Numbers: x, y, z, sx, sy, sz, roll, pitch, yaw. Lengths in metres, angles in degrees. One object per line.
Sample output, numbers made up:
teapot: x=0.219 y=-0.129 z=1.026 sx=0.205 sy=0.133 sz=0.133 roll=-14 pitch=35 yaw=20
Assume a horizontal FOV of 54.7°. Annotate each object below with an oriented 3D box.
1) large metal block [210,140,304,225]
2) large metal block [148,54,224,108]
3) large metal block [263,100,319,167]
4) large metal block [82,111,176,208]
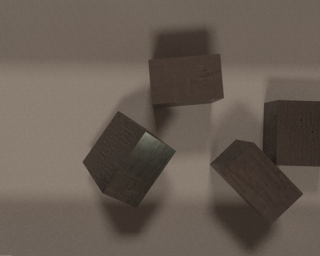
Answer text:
large metal block: x=0.114 y=0.062 z=0.386 sx=0.050 sy=0.080 sz=0.080 roll=-44 pitch=91 yaw=0
large metal block: x=0.029 y=-0.055 z=0.384 sx=0.081 sy=0.080 sz=0.050 roll=-5 pitch=90 yaw=-1
large metal block: x=0.182 y=0.007 z=0.401 sx=0.081 sy=0.050 sz=0.079 roll=2 pitch=90 yaw=-1
large metal block: x=-0.040 y=0.035 z=0.376 sx=0.050 sy=0.080 sz=0.080 roll=35 pitch=90 yaw=-35
